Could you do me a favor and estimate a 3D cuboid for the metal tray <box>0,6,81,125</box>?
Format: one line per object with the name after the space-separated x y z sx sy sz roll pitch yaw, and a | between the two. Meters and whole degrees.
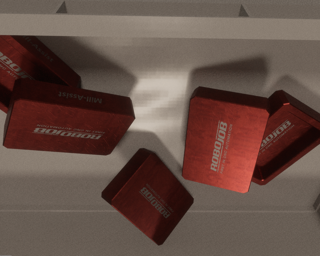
-0.168 -0.066 0.346 0.090 0.030 0.130 -31 124 23 | metal tray

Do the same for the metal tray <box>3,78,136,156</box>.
-0.107 -0.007 0.366 0.131 0.030 0.089 8 141 -30 | metal tray

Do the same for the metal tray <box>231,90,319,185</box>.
0.151 0.019 0.424 0.090 0.030 0.129 26 125 -21 | metal tray

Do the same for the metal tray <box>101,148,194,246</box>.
-0.013 0.104 0.458 0.090 0.030 0.130 -50 126 -17 | metal tray

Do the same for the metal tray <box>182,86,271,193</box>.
0.080 0.018 0.395 0.090 0.030 0.129 12 124 13 | metal tray
